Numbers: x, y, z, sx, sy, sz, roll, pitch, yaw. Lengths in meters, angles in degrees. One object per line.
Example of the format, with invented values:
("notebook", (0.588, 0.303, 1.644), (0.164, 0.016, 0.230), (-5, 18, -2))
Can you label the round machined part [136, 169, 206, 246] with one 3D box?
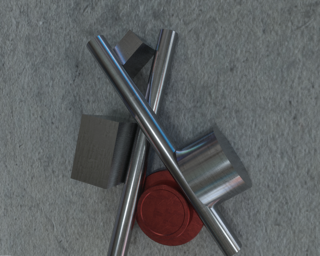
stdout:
("round machined part", (0.010, 0.103, 0.398), (0.098, 0.042, 0.097), (0, 90, 19))

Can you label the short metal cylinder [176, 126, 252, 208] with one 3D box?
("short metal cylinder", (0.063, 0.045, 0.359), (0.050, 0.080, 0.080), (-34, 80, 17))

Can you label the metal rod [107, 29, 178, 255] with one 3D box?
("metal rod", (-0.022, 0.020, 0.401), (0.025, 0.025, 0.298), (12, 88, 19))

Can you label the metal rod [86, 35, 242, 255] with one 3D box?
("metal rod", (0.004, 0.020, 0.372), (0.025, 0.025, 0.299), (-34, 88, 16))

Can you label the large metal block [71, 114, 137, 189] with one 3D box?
("large metal block", (-0.064, 0.027, 0.403), (0.050, 0.080, 0.079), (13, 94, 19))

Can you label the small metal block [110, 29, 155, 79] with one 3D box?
("small metal block", (-0.037, -0.096, 0.409), (0.050, 0.050, 0.025), (-47, 76, 14))
